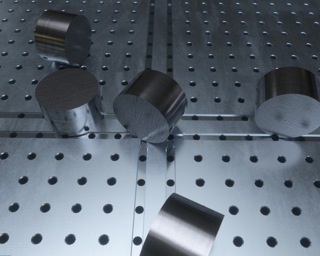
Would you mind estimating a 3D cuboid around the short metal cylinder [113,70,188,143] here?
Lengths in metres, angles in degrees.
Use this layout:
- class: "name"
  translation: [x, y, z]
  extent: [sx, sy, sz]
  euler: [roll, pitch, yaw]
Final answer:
- class: "short metal cylinder"
  translation: [-0.012, -0.027, 0.394]
  extent: [0.080, 0.080, 0.050]
  euler: [23, 54, 18]

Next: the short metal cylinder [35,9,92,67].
- class: "short metal cylinder"
  translation: [-0.150, -0.142, 0.490]
  extent: [0.050, 0.080, 0.080]
  euler: [15, 52, 12]

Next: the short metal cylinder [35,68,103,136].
- class: "short metal cylinder"
  translation: [-0.120, -0.036, 0.420]
  extent: [0.081, 0.050, 0.080]
  euler: [0, 50, 0]

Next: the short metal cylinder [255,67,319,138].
- class: "short metal cylinder"
  translation: [0.165, -0.032, 0.400]
  extent: [0.080, 0.080, 0.050]
  euler: [9, 51, 7]

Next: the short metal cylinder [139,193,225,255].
- class: "short metal cylinder"
  translation: [0.020, 0.106, 0.282]
  extent: [0.050, 0.080, 0.080]
  euler: [22, 53, 17]
